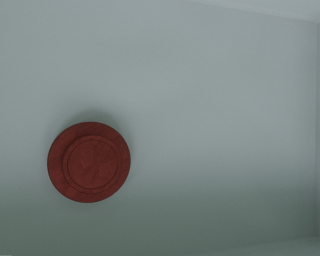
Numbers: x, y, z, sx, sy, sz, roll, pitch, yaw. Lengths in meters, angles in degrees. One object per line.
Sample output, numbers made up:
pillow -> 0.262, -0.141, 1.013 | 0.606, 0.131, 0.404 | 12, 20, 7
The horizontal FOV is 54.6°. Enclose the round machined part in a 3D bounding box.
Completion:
round machined part -> -0.083, 0.041, 0.371 | 0.099, 0.042, 0.097 | 0, 90, -20
